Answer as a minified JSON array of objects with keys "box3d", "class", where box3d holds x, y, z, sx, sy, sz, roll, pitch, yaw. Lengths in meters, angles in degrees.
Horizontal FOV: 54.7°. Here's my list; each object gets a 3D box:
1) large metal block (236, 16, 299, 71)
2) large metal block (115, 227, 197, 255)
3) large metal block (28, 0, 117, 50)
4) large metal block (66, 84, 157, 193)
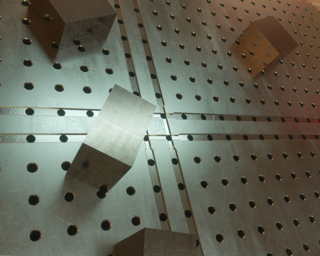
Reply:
[{"box3d":[0.213,-0.169,0.613,0.081,0.050,0.080,-27,77,-37],"class":"large metal block"},{"box3d":[-0.008,0.143,0.282,0.050,0.080,0.080,15,56,-20],"class":"large metal block"},{"box3d":[-0.121,-0.163,0.427,0.081,0.050,0.080,-28,78,-38],"class":"large metal block"},{"box3d":[-0.053,0.013,0.337,0.050,0.080,0.080,29,52,-11],"class":"large metal block"}]
